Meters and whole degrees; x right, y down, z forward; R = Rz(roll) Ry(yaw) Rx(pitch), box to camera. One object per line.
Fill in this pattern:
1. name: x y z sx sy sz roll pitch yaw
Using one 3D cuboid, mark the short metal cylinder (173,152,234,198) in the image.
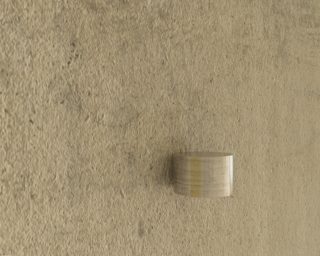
1. short metal cylinder: 0.058 0.060 0.416 0.081 0.080 0.050 0 91 -40
